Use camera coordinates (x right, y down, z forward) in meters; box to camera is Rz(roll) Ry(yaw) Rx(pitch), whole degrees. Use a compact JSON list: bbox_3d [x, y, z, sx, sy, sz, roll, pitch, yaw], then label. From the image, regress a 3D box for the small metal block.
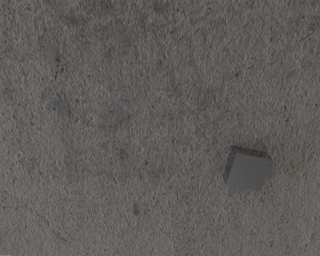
[{"bbox_3d":[0.121,0.056,0.431,0.050,0.025,0.050,11,110,-4],"label":"small metal block"}]
